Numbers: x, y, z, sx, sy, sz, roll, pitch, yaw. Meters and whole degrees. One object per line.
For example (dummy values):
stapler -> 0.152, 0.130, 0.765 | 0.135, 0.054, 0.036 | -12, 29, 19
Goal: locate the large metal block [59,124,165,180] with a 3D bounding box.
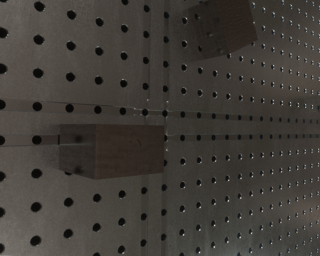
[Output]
large metal block -> -0.052, 0.021, 0.331 | 0.081, 0.080, 0.050 | 1, 90, -40

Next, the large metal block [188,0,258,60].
large metal block -> 0.099, -0.160, 0.479 | 0.081, 0.050, 0.080 | -32, 110, -36

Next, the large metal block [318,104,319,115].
large metal block -> 0.445, -0.039, 0.751 | 0.080, 0.080, 0.050 | 41, 65, -33
